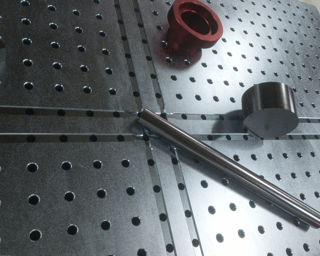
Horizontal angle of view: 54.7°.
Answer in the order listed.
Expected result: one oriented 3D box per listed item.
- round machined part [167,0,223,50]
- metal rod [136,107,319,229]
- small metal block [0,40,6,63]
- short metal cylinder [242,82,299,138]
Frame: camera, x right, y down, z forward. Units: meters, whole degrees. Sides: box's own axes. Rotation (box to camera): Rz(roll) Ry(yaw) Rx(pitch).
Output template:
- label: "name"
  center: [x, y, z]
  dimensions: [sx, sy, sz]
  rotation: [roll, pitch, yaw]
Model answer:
- label: "round machined part"
  center: [0.056, -0.175, 0.536]
  dimensions: [0.099, 0.042, 0.098]
  rotation: [14, 56, -21]
- label: "metal rod"
  center: [0.103, 0.060, 0.429]
  dimensions: [0.301, 0.025, 0.025]
  rotation: [31, 52, -9]
- label: "small metal block"
  center: [-0.214, -0.094, 0.351]
  dimensions: [0.050, 0.025, 0.050]
  rotation: [50, 51, 6]
- label: "short metal cylinder"
  center: [0.170, -0.027, 0.483]
  dimensions: [0.081, 0.080, 0.050]
  rotation: [19, 54, -18]
